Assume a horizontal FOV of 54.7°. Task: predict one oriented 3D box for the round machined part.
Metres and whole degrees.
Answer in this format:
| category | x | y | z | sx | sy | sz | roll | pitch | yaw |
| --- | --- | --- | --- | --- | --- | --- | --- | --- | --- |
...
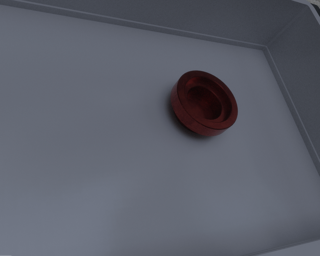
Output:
| category | x | y | z | sx | sy | sz | roll | pitch | yaw |
| --- | --- | --- | --- | --- | --- | --- | --- | --- | --- |
| round machined part | 0.059 | -0.031 | 0.445 | 0.099 | 0.042 | 0.098 | 14 | 56 | -21 |
